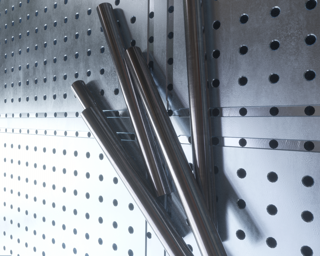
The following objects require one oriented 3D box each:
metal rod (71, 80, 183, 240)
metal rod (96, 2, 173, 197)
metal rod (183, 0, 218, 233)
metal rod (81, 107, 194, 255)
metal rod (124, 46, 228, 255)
[{"bbox_3d":[-0.060,0.037,0.460,0.025,0.025,0.300,-51,60,28],"label":"metal rod"},{"bbox_3d":[-0.041,-0.049,0.444,0.025,0.025,0.299,-29,72,36],"label":"metal rod"},{"bbox_3d":[0.048,-0.012,0.370,0.025,0.025,0.298,-5,87,40],"label":"metal rod"},{"bbox_3d":[-0.026,0.084,0.402,0.300,0.025,0.025,52,121,26],"label":"metal rod"},{"bbox_3d":[0.011,0.017,0.378,0.025,0.025,0.299,-40,59,33],"label":"metal rod"}]
